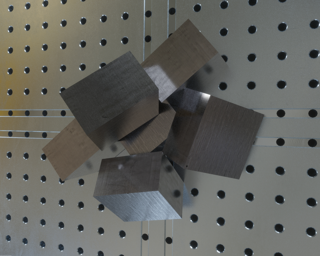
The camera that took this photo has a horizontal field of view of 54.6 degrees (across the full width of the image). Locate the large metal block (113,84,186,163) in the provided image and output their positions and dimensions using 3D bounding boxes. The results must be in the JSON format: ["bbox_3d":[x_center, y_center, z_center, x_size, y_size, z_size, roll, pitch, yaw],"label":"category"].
[{"bbox_3d":[-0.015,-0.011,0.406,0.080,0.050,0.080,-41,77,15],"label":"large metal block"}]

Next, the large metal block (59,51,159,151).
[{"bbox_3d":[-0.049,-0.025,0.334,0.080,0.080,0.050,-34,78,-9],"label":"large metal block"}]

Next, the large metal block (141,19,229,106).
[{"bbox_3d":[0.030,-0.073,0.373,0.080,0.080,0.050,-41,78,15],"label":"large metal block"}]

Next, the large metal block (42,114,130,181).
[{"bbox_3d":[-0.092,0.022,0.415,0.080,0.080,0.050,-40,78,15],"label":"large metal block"}]

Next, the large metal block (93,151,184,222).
[{"bbox_3d":[-0.022,0.076,0.384,0.080,0.080,0.050,-9,51,20],"label":"large metal block"}]

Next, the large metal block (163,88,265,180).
[{"bbox_3d":[0.060,0.007,0.355,0.050,0.081,0.080,31,104,59],"label":"large metal block"}]
